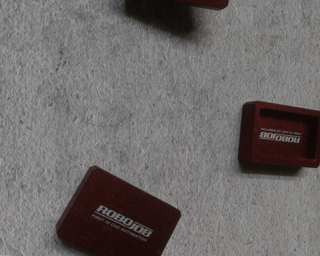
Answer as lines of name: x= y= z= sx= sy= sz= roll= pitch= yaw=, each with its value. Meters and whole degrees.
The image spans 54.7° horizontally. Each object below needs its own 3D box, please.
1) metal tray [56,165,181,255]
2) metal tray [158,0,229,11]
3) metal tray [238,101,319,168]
metal tray: x=-0.049 y=0.116 z=0.388 sx=0.130 sy=0.030 sz=0.090 roll=32 pitch=80 yaw=-17
metal tray: x=0.027 y=-0.204 z=0.385 sx=0.131 sy=0.030 sz=0.089 roll=7 pitch=106 yaw=-7
metal tray: x=0.187 y=0.012 z=0.475 sx=0.131 sy=0.030 sz=0.089 roll=7 pitch=88 yaw=-20
